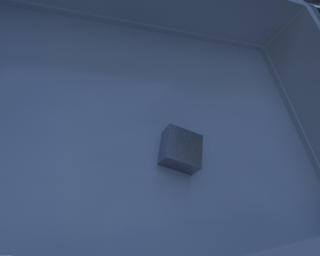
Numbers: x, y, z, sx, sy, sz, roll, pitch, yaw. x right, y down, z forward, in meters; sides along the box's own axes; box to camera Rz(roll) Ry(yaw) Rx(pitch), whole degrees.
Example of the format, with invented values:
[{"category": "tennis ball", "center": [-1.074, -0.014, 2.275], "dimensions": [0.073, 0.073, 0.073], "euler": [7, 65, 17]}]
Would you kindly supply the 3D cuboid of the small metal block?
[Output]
[{"category": "small metal block", "center": [0.027, 0.028, 0.405], "dimensions": [0.050, 0.025, 0.050], "euler": [20, 54, -17]}]
